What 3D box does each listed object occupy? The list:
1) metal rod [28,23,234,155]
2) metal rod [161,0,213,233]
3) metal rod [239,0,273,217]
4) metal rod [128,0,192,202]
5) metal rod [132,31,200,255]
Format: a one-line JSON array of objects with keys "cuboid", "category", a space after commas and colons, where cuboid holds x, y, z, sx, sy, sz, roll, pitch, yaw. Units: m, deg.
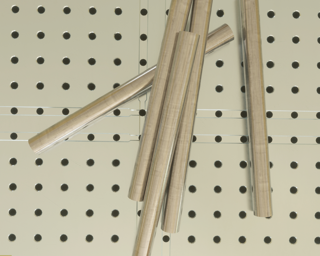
[{"cuboid": [-0.037, -0.052, 0.412, 0.301, 0.025, 0.025, -31, 90, -1], "category": "metal rod"}, {"cuboid": [0.033, -0.012, 0.397, 0.025, 0.025, 0.298, 8, 96, -1], "category": "metal rod"}, {"cuboid": [0.128, -0.033, 0.415, 0.025, 0.025, 0.298, -4, 90, -1], "category": "metal rod"}, {"cuboid": [0.002, -0.051, 0.391, 0.025, 0.025, 0.298, 13, 99, -1], "category": "metal rod"}, {"cuboid": [0.004, 0.033, 0.387, 0.025, 0.025, 0.298, 12, 100, -1], "category": "metal rod"}]
